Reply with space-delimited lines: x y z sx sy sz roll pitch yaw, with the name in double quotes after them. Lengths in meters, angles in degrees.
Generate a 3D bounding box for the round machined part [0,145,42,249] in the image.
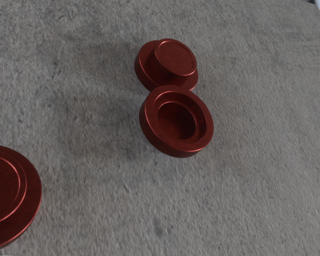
-0.157 0.058 0.274 0.099 0.042 0.098 14 56 -21 "round machined part"

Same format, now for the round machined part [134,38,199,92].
0.015 -0.094 0.460 0.099 0.042 0.098 14 56 -21 "round machined part"

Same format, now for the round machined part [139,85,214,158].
0.018 -0.005 0.407 0.099 0.042 0.098 14 56 -21 "round machined part"
